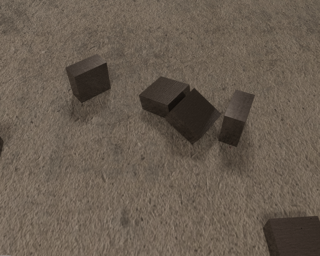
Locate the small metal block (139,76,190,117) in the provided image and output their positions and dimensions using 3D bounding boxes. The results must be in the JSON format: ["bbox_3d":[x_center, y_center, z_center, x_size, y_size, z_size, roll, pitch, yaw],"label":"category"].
[{"bbox_3d":[0.008,-0.043,0.433,0.050,0.025,0.050,22,52,32],"label":"small metal block"}]

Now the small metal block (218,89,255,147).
[{"bbox_3d":[0.098,-0.012,0.399,0.025,0.050,0.050,19,53,15],"label":"small metal block"}]

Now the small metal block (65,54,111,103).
[{"bbox_3d":[-0.102,-0.071,0.445,0.050,0.050,0.025,-32,57,-24],"label":"small metal block"}]

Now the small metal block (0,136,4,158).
[{"bbox_3d":[-0.226,0.014,0.372,0.050,0.050,0.025,-6,51,-5],"label":"small metal block"}]

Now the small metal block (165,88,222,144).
[{"bbox_3d":[0.043,-0.016,0.405,0.050,0.025,0.050,44,59,1],"label":"small metal block"}]

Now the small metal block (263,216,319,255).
[{"bbox_3d":[0.136,0.117,0.306,0.050,0.025,0.050,-2,50,-3],"label":"small metal block"}]
